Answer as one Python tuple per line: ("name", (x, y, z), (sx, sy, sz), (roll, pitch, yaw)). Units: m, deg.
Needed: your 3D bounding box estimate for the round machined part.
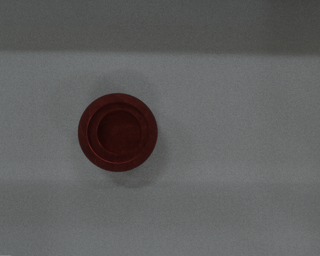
("round machined part", (-0.052, 0.006, 0.403), (0.099, 0.042, 0.097), (0, 90, 0))
